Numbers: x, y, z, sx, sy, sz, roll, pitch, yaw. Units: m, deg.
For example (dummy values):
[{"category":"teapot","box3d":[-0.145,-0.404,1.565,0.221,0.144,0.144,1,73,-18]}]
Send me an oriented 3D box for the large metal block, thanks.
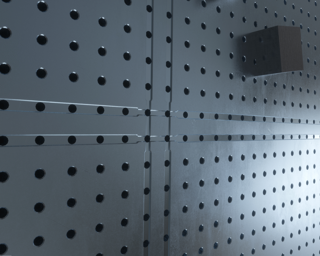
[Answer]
[{"category":"large metal block","box3d":[0.220,-0.142,0.575,0.081,0.050,0.080,-13,98,-39]}]
